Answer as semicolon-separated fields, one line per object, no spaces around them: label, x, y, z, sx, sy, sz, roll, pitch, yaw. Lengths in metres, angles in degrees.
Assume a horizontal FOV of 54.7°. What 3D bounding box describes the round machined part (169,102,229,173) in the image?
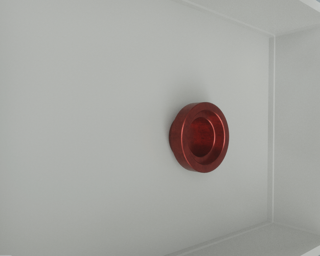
round machined part;0.051;0.013;0.441;0.099;0.042;0.097;0;90;-40
